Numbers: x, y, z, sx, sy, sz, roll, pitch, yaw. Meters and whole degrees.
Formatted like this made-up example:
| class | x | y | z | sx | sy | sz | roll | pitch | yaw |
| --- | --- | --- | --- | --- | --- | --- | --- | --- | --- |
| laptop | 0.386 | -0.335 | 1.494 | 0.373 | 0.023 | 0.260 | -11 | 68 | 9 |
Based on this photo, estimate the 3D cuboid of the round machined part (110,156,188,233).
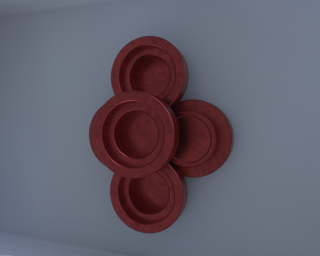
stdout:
| class | x | y | z | sx | sy | sz | roll | pitch | yaw |
| --- | --- | --- | --- | --- | --- | --- | --- | --- | --- |
| round machined part | -0.011 | 0.082 | 0.402 | 0.098 | 0.042 | 0.097 | 0 | 90 | 19 |

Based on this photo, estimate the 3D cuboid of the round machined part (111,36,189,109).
| class | x | y | z | sx | sy | sz | roll | pitch | yaw |
| --- | --- | --- | --- | --- | --- | --- | --- | --- | --- |
| round machined part | -0.010 | -0.065 | 0.402 | 0.098 | 0.042 | 0.097 | 0 | 90 | 19 |

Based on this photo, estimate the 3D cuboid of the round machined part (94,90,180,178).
| class | x | y | z | sx | sy | sz | roll | pitch | yaw |
| --- | --- | --- | --- | --- | --- | --- | --- | --- | --- |
| round machined part | -0.024 | 0.007 | 0.362 | 0.098 | 0.042 | 0.097 | 0 | 90 | 19 |

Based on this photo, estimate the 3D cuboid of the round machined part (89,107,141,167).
| class | x | y | z | sx | sy | sz | roll | pitch | yaw |
| --- | --- | --- | --- | --- | --- | --- | --- | --- | --- |
| round machined part | -0.054 | 0.009 | 0.418 | 0.098 | 0.042 | 0.097 | 0 | 90 | 19 |

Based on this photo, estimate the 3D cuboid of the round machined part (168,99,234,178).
| class | x | y | z | sx | sy | sz | roll | pitch | yaw |
| --- | --- | --- | --- | --- | --- | --- | --- | --- | --- |
| round machined part | 0.039 | 0.013 | 0.384 | 0.098 | 0.042 | 0.097 | 0 | 90 | 19 |
